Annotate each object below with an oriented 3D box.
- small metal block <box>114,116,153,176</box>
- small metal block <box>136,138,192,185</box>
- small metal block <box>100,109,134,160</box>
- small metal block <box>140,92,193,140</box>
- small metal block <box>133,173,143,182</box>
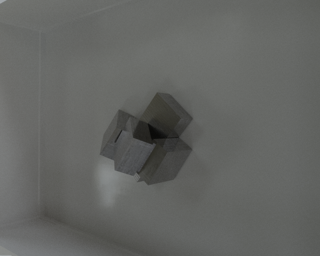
[{"bbox_3d":[-0.035,0.022,0.383,0.050,0.025,0.050,-59,23,23],"label":"small metal block"},{"bbox_3d":[0.005,0.040,0.382,0.025,0.050,0.050,43,116,31],"label":"small metal block"},{"bbox_3d":[-0.060,0.010,0.436,0.050,0.025,0.050,-55,20,26],"label":"small metal block"},{"bbox_3d":[0.006,-0.010,0.398,0.050,0.025,0.050,50,119,28],"label":"small metal block"},{"bbox_3d":[-0.024,0.037,0.422,0.050,0.025,0.050,50,119,28],"label":"small metal block"}]
